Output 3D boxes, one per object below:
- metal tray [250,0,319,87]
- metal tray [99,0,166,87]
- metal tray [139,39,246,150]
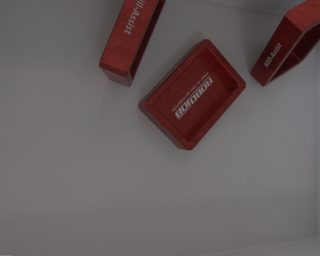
[{"bbox_3d":[0.185,-0.119,0.423,0.090,0.130,0.030,-32,73,-17],"label":"metal tray"},{"bbox_3d":[-0.026,-0.117,0.356,0.030,0.090,0.129,22,89,-3],"label":"metal tray"},{"bbox_3d":[0.046,-0.045,0.424,0.090,0.030,0.130,46,76,-14],"label":"metal tray"}]
